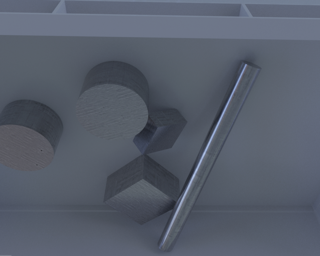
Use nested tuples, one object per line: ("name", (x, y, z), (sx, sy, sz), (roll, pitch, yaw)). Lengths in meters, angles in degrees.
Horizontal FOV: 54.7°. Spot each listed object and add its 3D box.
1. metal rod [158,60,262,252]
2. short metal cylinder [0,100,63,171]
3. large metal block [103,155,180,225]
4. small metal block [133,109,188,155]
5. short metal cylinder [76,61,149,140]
("metal rod", (0.056, 0.054, 0.413), (0.025, 0.025, 0.298), (15, 116, -13))
("short metal cylinder", (-0.172, 0.010, 0.399), (0.081, 0.050, 0.079), (0, 130, 0))
("large metal block", (-0.026, 0.095, 0.474), (0.080, 0.050, 0.080), (-34, 123, 25))
("small metal block", (0.000, 0.005, 0.397), (0.050, 0.025, 0.050), (-10, 141, -41))
("short metal cylinder", (-0.053, -0.031, 0.365), (0.081, 0.050, 0.079), (0, 130, 0))
